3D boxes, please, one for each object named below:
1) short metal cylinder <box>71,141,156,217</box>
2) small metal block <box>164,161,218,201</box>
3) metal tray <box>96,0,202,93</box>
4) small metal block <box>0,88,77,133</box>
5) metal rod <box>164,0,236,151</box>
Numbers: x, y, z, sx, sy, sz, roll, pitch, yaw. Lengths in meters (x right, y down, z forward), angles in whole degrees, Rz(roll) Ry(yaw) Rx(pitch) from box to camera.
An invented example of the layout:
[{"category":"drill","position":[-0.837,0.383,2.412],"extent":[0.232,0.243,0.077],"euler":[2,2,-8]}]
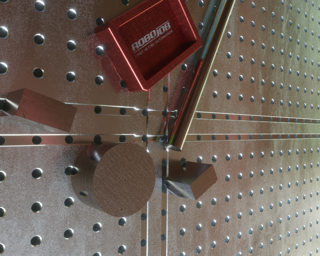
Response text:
[{"category":"short metal cylinder","position":[-0.052,0.055,0.351],"extent":[0.081,0.050,0.079],"euler":[0,90,-40]},{"category":"small metal block","position":[0.043,0.072,0.432],"extent":[0.050,0.050,0.025],"euler":[-34,111,-35]},{"category":"metal tray","position":[-0.008,-0.116,0.400],"extent":[0.131,0.030,0.090],"euler":[-44,117,-31]},{"category":"small metal block","position":[-0.116,-0.015,0.296],"extent":[0.050,0.050,0.025],"euler":[23,76,-38]},{"category":"metal rod","position":[0.070,-0.106,0.469],"extent":[0.025,0.025,0.299],"euler":[34,69,-35]}]
